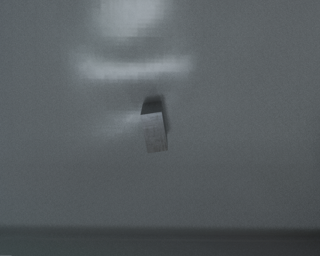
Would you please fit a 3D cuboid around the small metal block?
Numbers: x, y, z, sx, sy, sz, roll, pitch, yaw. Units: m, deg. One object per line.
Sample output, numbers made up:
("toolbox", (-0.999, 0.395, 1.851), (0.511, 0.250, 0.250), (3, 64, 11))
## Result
("small metal block", (-0.006, -0.002, 0.393), (0.025, 0.050, 0.050), (-8, 109, 3))
